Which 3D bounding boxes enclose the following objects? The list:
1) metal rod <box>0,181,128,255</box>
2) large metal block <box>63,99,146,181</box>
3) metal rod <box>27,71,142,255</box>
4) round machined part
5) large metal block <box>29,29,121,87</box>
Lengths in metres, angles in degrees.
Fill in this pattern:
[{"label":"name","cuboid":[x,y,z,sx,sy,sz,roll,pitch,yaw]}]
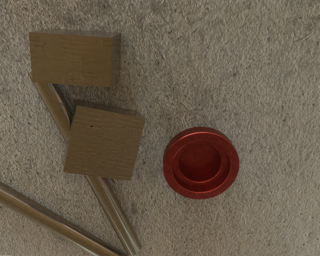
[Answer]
[{"label":"metal rod","cuboid":[-0.173,0.129,0.455,0.301,0.025,0.025,35,106,-13]},{"label":"large metal block","cuboid":[-0.071,0.014,0.385,0.081,0.050,0.079,11,100,-19]},{"label":"metal rod","cuboid":[-0.095,0.057,0.429,0.025,0.025,0.299,-21,109,7]},{"label":"round machined part","cuboid":[0.053,0.044,0.418,0.099,0.042,0.097,0,110,-1]},{"label":"large metal block","cuboid":[-0.090,-0.082,0.349,0.081,0.080,0.050,3,110,-2]}]
